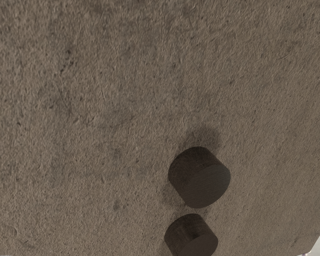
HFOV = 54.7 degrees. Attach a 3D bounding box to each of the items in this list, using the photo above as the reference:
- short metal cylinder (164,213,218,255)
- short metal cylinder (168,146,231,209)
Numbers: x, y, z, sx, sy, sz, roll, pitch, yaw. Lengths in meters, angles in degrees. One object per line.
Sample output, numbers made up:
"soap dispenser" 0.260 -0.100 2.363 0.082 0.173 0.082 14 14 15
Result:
"short metal cylinder" 0.055 0.199 0.546 0.081 0.050 0.079 -14 125 -21
"short metal cylinder" 0.060 0.075 0.472 0.081 0.050 0.079 -14 125 -21
